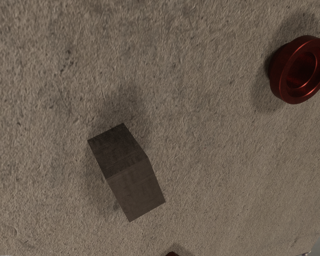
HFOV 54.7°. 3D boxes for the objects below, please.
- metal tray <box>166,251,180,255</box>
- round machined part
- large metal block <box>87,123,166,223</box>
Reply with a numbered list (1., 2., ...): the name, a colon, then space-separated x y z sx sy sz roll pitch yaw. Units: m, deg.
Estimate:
1. metal tray: 0.002 0.304 0.595 0.130 0.030 0.090 -41 130 0
2. round machined part: 0.199 -0.087 0.453 0.099 0.042 0.097 -14 125 -21
3. large metal block: -0.042 0.053 0.383 0.050 0.080 0.080 -27 128 -12
